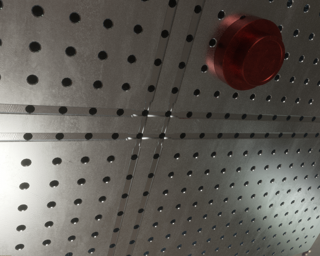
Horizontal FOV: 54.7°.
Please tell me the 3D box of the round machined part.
[{"bbox_3d":[0.125,-0.094,0.413,0.099,0.042,0.097,-14,125,-21],"label":"round machined part"}]
